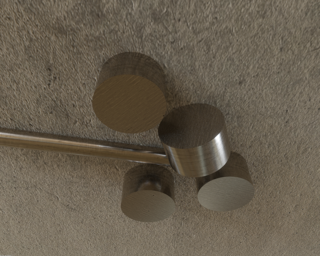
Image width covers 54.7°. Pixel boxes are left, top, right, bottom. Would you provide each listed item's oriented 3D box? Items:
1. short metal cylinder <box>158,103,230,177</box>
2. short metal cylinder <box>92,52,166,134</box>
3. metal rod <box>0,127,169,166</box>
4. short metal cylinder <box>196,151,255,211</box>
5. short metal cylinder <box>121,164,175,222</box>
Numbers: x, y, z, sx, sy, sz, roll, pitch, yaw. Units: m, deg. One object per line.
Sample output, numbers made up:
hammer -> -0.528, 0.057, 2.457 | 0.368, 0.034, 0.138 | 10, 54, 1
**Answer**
short metal cylinder -> 0.043, 0.014, 0.384 | 0.080, 0.080, 0.050 | -12, 129, 10
short metal cylinder -> -0.033, -0.040, 0.357 | 0.081, 0.050, 0.079 | 0, 130, 0
metal rod -> -0.119, 0.024, 0.426 | 0.302, 0.025, 0.025 | 8, 130, -7
short metal cylinder -> 0.094, 0.079, 0.459 | 0.081, 0.050, 0.079 | 0, 130, 0
short metal cylinder -> -0.018, 0.101, 0.477 | 0.081, 0.050, 0.079 | 0, 130, 0
